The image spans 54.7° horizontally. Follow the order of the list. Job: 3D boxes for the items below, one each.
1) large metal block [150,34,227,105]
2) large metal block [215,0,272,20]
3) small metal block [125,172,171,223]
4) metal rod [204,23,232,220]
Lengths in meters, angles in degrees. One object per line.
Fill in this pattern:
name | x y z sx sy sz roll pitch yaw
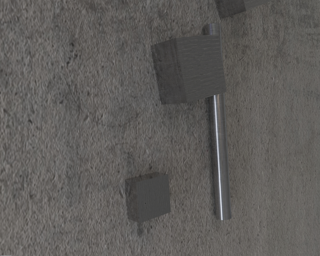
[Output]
large metal block | 0.040 -0.080 0.422 0.081 0.050 0.079 -18 102 -39
large metal block | 0.128 -0.229 0.494 0.081 0.050 0.080 -32 110 -35
small metal block | -0.015 0.086 0.392 0.050 0.025 0.050 -7 95 -40
metal rod | 0.090 -0.008 0.479 0.025 0.025 0.298 -7 95 -40
